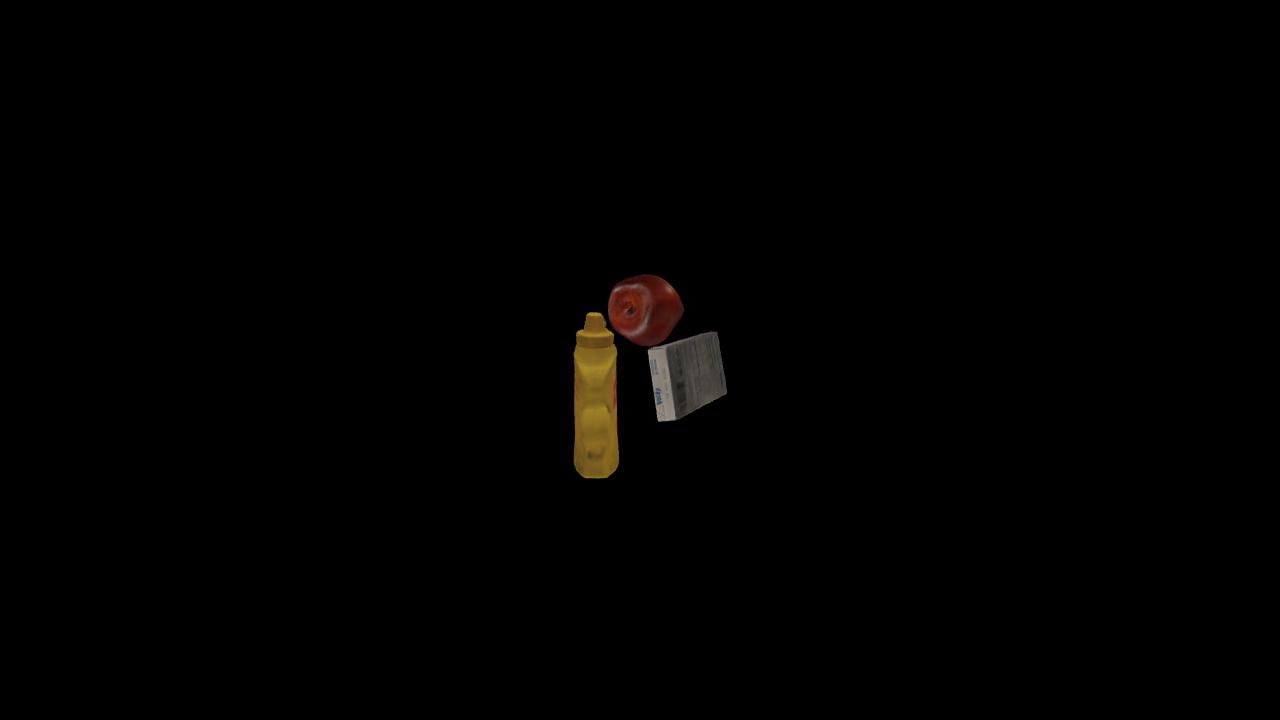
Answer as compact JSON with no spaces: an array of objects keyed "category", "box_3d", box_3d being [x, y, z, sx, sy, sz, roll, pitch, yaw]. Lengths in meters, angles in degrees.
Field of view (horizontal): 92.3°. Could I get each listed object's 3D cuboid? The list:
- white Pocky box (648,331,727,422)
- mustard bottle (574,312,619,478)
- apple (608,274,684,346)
[{"category":"white Pocky box","box_3d":[0.060,0.015,0.726,0.028,0.084,0.154,-7,5,29]},{"category":"mustard bottle","box_3d":[-0.051,0.036,0.708,0.054,0.184,0.092,1,15,4]},{"category":"apple","box_3d":[0.008,-0.055,0.677,0.079,0.079,0.093,0,6,29]}]
